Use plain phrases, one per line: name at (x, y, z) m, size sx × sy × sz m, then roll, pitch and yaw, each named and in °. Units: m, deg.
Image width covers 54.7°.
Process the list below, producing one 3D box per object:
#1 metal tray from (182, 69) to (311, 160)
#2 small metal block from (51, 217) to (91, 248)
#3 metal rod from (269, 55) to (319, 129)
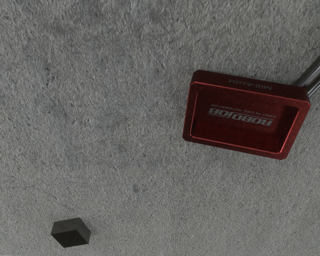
metal tray at (0.098, -0.014, 0.373) m, size 0.131 × 0.030 × 0.089 m, roll 11°, pitch 131°, yaw 7°
small metal block at (-0.163, 0.193, 0.569) m, size 0.050 × 0.025 × 0.050 m, roll -13°, pitch 129°, yaw 10°
metal rod at (0.213, -0.108, 0.318) m, size 0.025 × 0.025 × 0.298 m, roll 21°, pitch 127°, yaw -18°
